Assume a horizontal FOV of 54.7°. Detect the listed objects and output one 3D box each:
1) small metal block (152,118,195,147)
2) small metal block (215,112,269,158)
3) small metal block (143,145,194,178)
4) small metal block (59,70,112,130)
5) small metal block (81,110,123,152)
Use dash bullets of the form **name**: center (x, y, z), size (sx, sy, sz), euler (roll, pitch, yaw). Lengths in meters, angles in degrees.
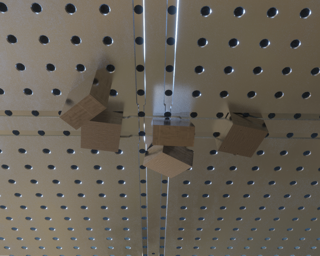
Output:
- **small metal block**: center (0.016, 0.005, 0.396), size (0.050, 0.050, 0.025), euler (3, 100, -3)
- **small metal block**: center (0.110, 0.010, 0.422), size (0.050, 0.025, 0.050), euler (12, 129, -11)
- **small metal block**: center (0.012, 0.044, 0.441), size (0.050, 0.025, 0.050), euler (28, 140, -22)
- **small metal block**: center (-0.087, -0.033, 0.366), size (0.050, 0.050, 0.025), euler (-32, 123, 24)
- **small metal block**: center (-0.078, 0.003, 0.414), size (0.050, 0.025, 0.050), euler (7, 130, -7)
